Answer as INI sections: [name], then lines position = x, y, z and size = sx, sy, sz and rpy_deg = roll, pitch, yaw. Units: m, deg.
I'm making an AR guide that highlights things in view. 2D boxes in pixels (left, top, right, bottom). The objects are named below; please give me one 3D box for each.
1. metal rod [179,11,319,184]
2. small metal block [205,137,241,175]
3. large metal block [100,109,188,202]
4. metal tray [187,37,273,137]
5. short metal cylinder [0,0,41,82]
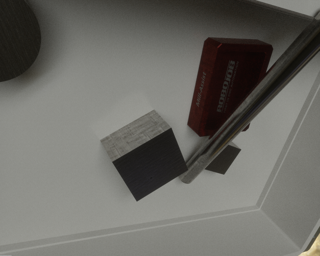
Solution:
[metal rod]
position = 0.099, -0.013, 0.378
size = 0.025, 0.025, 0.298
rpy_deg = 0, 143, -29
[small metal block]
position = 0.091, 0.042, 0.487
size = 0.050, 0.025, 0.050
rpy_deg = 20, 108, -36
[large metal block]
position = -0.019, 0.036, 0.406
size = 0.080, 0.050, 0.080
rpy_deg = -30, 129, -9
[metal tray]
position = 0.094, -0.054, 0.425
size = 0.091, 0.030, 0.129
rpy_deg = -6, 121, -26
[short metal cylinder]
position = -0.146, -0.085, 0.261
size = 0.081, 0.050, 0.079
rpy_deg = -14, 125, -21
